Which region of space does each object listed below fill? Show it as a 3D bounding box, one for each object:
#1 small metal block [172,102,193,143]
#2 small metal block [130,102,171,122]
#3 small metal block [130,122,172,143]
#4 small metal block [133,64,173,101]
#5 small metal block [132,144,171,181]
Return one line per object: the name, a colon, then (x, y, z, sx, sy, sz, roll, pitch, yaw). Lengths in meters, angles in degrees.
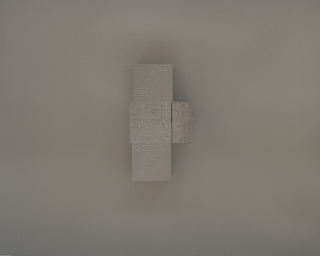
small metal block: (0.027, -0.007, 0.397, 0.025, 0.050, 0.050, 0, 90, 0)
small metal block: (-0.011, -0.019, 0.397, 0.050, 0.050, 0.025, 0, 90, 0)
small metal block: (-0.011, 0.005, 0.397, 0.050, 0.050, 0.025, 0, 90, 0)
small metal block: (-0.009, -0.057, 0.409, 0.050, 0.025, 0.050, 0, 90, 0)
small metal block: (-0.011, 0.043, 0.409, 0.050, 0.025, 0.050, 0, 90, 0)
